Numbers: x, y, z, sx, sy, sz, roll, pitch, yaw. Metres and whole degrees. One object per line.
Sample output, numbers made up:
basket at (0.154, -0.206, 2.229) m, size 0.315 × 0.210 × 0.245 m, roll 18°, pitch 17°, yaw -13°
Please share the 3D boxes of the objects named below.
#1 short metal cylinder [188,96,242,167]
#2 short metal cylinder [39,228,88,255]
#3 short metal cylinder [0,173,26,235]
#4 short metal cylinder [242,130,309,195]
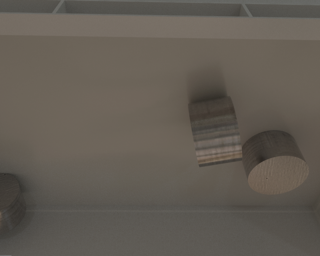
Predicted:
short metal cylinder at (0.067, 0.005, 0.378) m, size 0.050 × 0.080 × 0.080 m, roll -10°, pitch 130°, yaw 8°
short metal cylinder at (-0.176, 0.234, 0.572) m, size 0.081 × 0.080 × 0.050 m, roll 0°, pitch 130°, yaw -1°
short metal cylinder at (-0.250, 0.114, 0.467) m, size 0.081 × 0.080 × 0.050 m, roll 3°, pitch 130°, yaw -3°
short metal cylinder at (0.159, 0.049, 0.437) m, size 0.081 × 0.050 × 0.079 m, roll 0°, pitch 130°, yaw 0°
